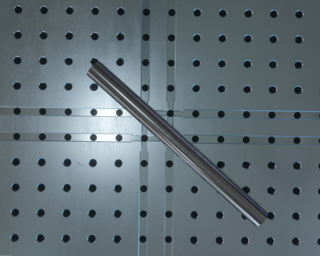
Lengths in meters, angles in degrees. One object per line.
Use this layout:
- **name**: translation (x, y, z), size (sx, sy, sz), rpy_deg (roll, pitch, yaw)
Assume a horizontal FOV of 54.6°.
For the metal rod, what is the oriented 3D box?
- **metal rod**: translation (0.023, 0.021, 0.413), size (0.300, 0.025, 0.025), rpy_deg (42, 90, 0)
